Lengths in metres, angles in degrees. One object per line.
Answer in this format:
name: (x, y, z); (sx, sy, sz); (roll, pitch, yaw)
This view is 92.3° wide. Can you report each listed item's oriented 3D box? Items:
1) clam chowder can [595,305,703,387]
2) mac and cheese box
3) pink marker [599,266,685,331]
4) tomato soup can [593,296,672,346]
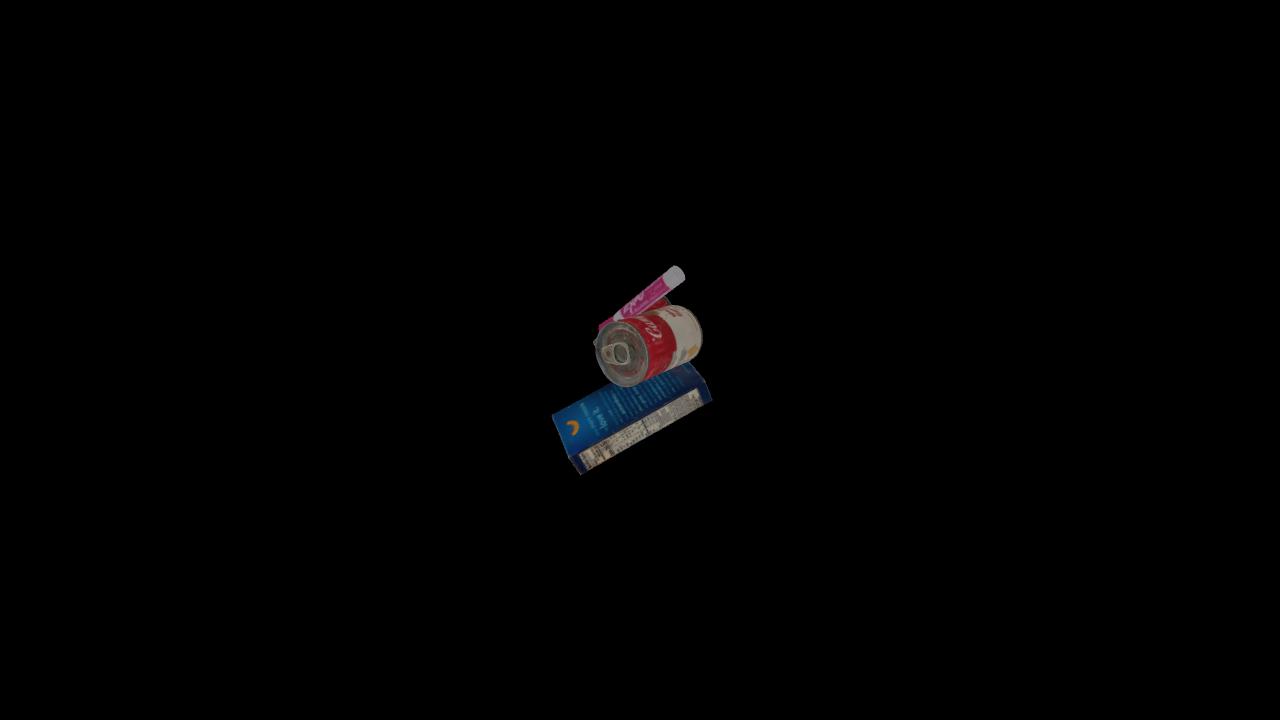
clam chowder can: (0.012, -0.017, 0.644); (0.068, 0.068, 0.102); (0, 13, 39)
mac and cheese box: (-0.012, 0.059, 0.760); (0.184, 0.041, 0.093); (-29, 36, -5)
pink marker: (-0.002, -0.058, 0.646); (0.121, 0.020, 0.020); (-36, -22, 34)
tomato soup can: (0.003, -0.023, 0.729); (0.101, 0.068, 0.068); (-33, 0, 0)
